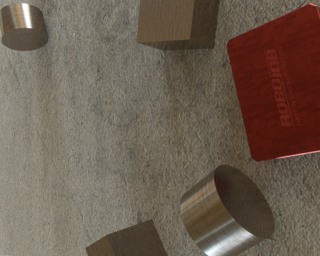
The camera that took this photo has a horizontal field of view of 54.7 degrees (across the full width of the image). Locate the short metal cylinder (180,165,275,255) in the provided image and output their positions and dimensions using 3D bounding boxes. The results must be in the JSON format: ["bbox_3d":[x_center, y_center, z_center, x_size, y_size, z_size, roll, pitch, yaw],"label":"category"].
[{"bbox_3d":[0.068,0.084,0.313,0.050,0.081,0.080,-46,63,30],"label":"short metal cylinder"}]

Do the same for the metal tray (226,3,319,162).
[{"bbox_3d":[0.123,-0.039,0.300,0.090,0.030,0.129,-17,79,38],"label":"metal tray"}]

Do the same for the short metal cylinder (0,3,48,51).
[{"bbox_3d":[-0.256,-0.187,0.581,0.080,0.081,0.050,-24,75,37],"label":"short metal cylinder"}]

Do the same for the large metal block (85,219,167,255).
[{"bbox_3d":[-0.037,0.174,0.400,0.050,0.081,0.080,-40,66,33],"label":"large metal block"}]

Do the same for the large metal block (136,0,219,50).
[{"bbox_3d":[0.022,-0.139,0.371,0.080,0.050,0.079,10,96,39],"label":"large metal block"}]
